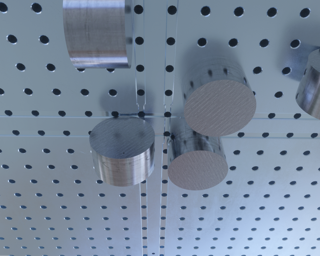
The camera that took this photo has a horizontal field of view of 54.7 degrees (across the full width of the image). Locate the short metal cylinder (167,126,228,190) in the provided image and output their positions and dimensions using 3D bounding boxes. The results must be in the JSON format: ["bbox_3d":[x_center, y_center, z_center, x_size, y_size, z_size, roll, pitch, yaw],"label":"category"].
[{"bbox_3d":[0.050,0.042,0.432,0.081,0.050,0.079,0,130,0],"label":"short metal cylinder"}]

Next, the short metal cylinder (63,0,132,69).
[{"bbox_3d":[-0.054,-0.097,0.292,0.050,0.080,0.079,0,130,-1],"label":"short metal cylinder"}]

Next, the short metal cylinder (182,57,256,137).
[{"bbox_3d":[0.067,-0.036,0.366,0.081,0.050,0.079,0,130,0],"label":"short metal cylinder"}]

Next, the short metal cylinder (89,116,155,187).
[{"bbox_3d":[-0.047,0.028,0.399,0.081,0.080,0.050,0,130,-1],"label":"short metal cylinder"}]

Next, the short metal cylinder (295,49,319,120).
[{"bbox_3d":[0.197,-0.047,0.338,0.081,0.080,0.050,0,130,0],"label":"short metal cylinder"}]
